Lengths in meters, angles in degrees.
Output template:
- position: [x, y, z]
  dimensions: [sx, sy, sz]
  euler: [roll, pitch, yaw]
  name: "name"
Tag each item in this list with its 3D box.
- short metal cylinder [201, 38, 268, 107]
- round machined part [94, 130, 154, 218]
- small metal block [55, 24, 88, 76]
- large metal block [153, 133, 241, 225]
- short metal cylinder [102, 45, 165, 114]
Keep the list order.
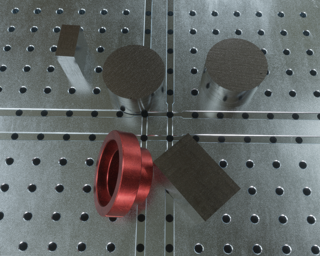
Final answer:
- position: [0.100, -0.075, 0.426]
  dimensions: [0.081, 0.050, 0.080]
  euler: [0, 70, 0]
  name: "short metal cylinder"
- position: [-0.041, 0.054, 0.360]
  dimensions: [0.042, 0.098, 0.098]
  euler: [12, 68, -26]
  name: "round machined part"
- position: [-0.123, -0.109, 0.437]
  dimensions: [0.025, 0.050, 0.050]
  euler: [4, 70, 1]
  name: "small metal block"
- position: [0.038, 0.062, 0.360]
  dimensions: [0.050, 0.080, 0.080]
  euler: [-39, 75, -13]
  name: "large metal block"
- position: [-0.034, -0.065, 0.422]
  dimensions: [0.081, 0.050, 0.080]
  euler: [0, 70, 0]
  name: "short metal cylinder"
